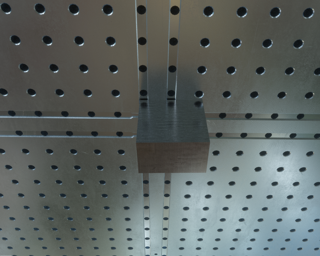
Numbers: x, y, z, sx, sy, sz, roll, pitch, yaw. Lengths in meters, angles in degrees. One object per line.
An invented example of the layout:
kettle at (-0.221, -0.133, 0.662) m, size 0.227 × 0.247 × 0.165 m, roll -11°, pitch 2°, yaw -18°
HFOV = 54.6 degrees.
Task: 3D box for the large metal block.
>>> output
large metal block at (0.014, 0.009, 0.383) m, size 0.080 × 0.080 × 0.050 m, roll 0°, pitch 130°, yaw 0°
